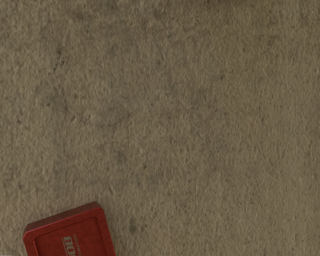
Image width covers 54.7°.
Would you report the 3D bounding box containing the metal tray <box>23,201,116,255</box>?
[{"bbox_3d":[-0.099,0.165,0.370,0.091,0.030,0.129,-16,96,-20],"label":"metal tray"}]
